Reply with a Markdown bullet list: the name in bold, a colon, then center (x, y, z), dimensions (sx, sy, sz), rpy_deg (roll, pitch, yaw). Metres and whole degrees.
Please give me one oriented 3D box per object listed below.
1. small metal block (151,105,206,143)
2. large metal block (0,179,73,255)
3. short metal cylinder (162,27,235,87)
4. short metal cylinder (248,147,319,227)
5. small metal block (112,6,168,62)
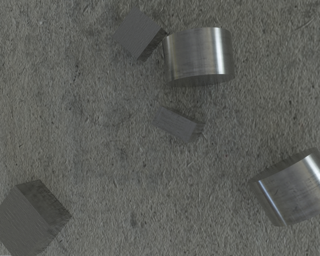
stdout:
- **small metal block**: center (0.024, -0.005, 0.387), dimensions (0.050, 0.050, 0.025), rpy_deg (27, 99, 17)
- **large metal block**: center (-0.194, 0.137, 0.462), dimensions (0.080, 0.050, 0.080), rpy_deg (43, 103, 14)
- **short metal cylinder**: center (0.045, -0.079, 0.363), dimensions (0.080, 0.080, 0.050), rpy_deg (-6, 88, 19)
- **short metal cylinder**: center (0.142, 0.062, 0.330), dimensions (0.080, 0.080, 0.050), rpy_deg (-32, 80, 17)
- **small metal block**: center (-0.027, -0.126, 0.418), dimensions (0.050, 0.025, 0.050), rpy_deg (43, 103, 14)
